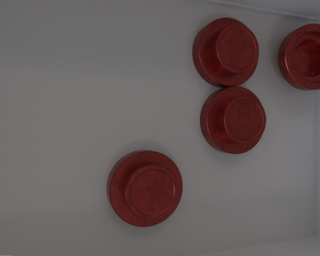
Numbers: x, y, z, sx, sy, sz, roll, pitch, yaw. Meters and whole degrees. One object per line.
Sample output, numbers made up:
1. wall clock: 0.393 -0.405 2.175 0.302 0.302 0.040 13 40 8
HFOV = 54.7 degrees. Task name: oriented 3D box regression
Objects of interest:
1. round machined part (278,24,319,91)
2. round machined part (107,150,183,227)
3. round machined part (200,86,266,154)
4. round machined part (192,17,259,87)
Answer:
1. round machined part: 0.227 -0.106 0.479 0.099 0.042 0.097 0 92 -10
2. round machined part: -0.015 0.078 0.396 0.099 0.042 0.097 0 90 -20
3. round machined part: 0.111 -0.011 0.442 0.099 0.042 0.097 0 90 -20
4. round machined part: 0.099 -0.108 0.438 0.099 0.042 0.097 0 90 -20
